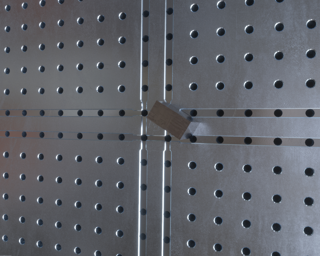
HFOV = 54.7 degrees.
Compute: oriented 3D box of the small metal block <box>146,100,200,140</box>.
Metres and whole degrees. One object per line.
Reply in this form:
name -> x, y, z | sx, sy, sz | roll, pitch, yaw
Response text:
small metal block -> 0.018, -0.010, 0.392 | 0.050, 0.050, 0.025 | 34, 101, 16
